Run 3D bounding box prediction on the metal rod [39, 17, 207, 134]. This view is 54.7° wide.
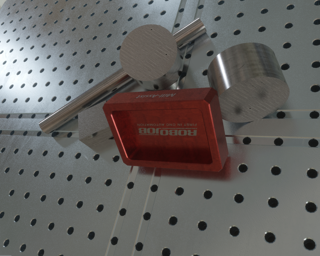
[{"bbox_3d":[-0.063,-0.079,0.489,0.300,0.025,0.025,-32,52,7],"label":"metal rod"}]

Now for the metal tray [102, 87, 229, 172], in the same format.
[{"bbox_3d":[0.006,0.003,0.359,0.130,0.089,0.030,0,32,28],"label":"metal tray"}]

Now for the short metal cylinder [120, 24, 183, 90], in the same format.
[{"bbox_3d":[-0.010,-0.098,0.440,0.080,0.050,0.080,-2,82,13],"label":"short metal cylinder"}]

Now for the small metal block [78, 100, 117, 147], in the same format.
[{"bbox_3d":[-0.093,-0.006,0.461,0.050,0.025,0.050,-23,53,14],"label":"small metal block"}]

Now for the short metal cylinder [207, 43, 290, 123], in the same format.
[{"bbox_3d":[0.098,-0.049,0.352,0.080,0.080,0.050,-18,55,18],"label":"short metal cylinder"}]
